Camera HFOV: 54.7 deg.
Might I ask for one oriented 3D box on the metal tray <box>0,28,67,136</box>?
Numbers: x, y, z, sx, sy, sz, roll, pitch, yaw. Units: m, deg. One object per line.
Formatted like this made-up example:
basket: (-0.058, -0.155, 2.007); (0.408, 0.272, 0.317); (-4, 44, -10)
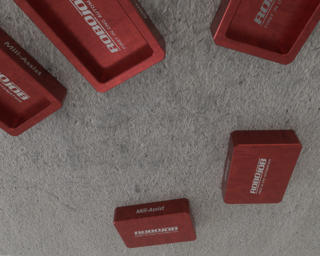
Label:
metal tray: (-0.186, -0.056, 0.354); (0.090, 0.030, 0.130); (-28, 125, 22)

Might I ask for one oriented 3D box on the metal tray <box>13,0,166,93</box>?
metal tray: (-0.065, -0.106, 0.312); (0.090, 0.030, 0.130); (-26, 126, 20)

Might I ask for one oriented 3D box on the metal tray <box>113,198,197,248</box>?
metal tray: (-0.007, 0.171, 0.549); (0.131, 0.030, 0.090); (-10, 130, 8)

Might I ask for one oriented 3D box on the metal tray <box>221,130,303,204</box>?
metal tray: (0.144, 0.061, 0.457); (0.091, 0.030, 0.129); (-1, 130, 0)

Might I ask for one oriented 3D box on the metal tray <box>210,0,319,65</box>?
metal tray: (0.114, -0.132, 0.292); (0.091, 0.030, 0.129); (13, 129, -11)
